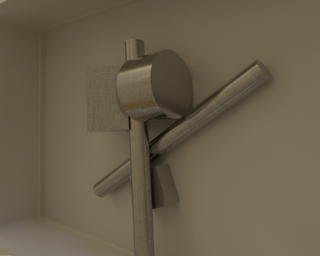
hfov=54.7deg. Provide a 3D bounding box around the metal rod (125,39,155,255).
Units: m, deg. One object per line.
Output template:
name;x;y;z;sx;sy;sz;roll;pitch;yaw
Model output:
metal rod;-0.025;0.038;0.390;0.025;0.025;0.298;-6;85;39

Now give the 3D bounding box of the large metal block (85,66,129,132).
large metal block;-0.072;-0.036;0.420;0.080;0.050;0.080;165;102;-80

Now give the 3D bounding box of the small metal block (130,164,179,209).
small metal block;-0.008;0.080;0.410;0.050;0.025;0.050;-27;74;36

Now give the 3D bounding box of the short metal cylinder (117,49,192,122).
short metal cylinder;-0.004;-0.048;0.370;0.050;0.081;0.080;-5;87;38

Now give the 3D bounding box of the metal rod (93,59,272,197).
metal rod;0.007;0.018;0.396;0.299;0.025;0.025;-38;67;33
